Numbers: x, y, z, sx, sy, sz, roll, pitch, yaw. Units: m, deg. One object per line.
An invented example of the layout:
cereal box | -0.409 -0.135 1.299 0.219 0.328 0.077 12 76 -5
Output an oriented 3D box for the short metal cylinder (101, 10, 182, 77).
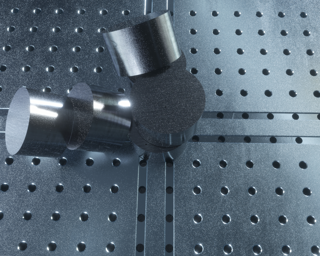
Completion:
short metal cylinder | -0.021 -0.099 0.358 0.080 0.080 0.050 -22 115 -8

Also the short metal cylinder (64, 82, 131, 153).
short metal cylinder | -0.079 -0.011 0.378 0.050 0.080 0.080 11 63 -41

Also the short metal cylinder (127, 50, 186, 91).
short metal cylinder | -0.006 -0.076 0.425 0.081 0.050 0.080 0 70 0

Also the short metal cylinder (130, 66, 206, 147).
short metal cylinder | 0.008 -0.023 0.352 0.081 0.050 0.080 0 70 0

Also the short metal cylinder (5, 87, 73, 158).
short metal cylinder | -0.148 -0.005 0.376 0.050 0.080 0.080 11 63 -42

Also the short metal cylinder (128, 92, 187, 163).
short metal cylinder | -0.001 0.000 0.398 0.081 0.050 0.080 0 70 0
